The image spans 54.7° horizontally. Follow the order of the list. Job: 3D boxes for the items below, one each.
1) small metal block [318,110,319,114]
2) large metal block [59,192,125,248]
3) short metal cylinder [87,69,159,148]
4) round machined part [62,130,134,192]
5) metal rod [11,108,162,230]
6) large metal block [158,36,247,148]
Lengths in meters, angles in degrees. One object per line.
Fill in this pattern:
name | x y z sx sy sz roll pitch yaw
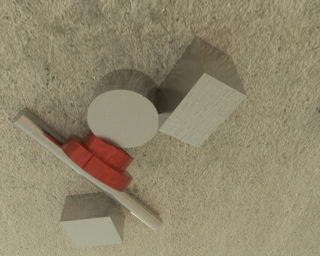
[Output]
small metal block | 0.243 -0.015 0.398 0.050 0.025 0.050 37 121 -27
large metal block | -0.109 0.154 0.521 0.080 0.050 0.080 -8 130 6
short metal cylinder | -0.041 -0.023 0.367 0.081 0.050 0.079 0 126 1
round machined part | -0.074 0.036 0.402 0.098 0.098 0.042 39 84 -29
metal rod | -0.092 0.077 0.471 0.025 0.025 0.300 -28 125 21
large metal block | 0.040 -0.040 0.338 0.050 0.080 0.080 25 126 -20
